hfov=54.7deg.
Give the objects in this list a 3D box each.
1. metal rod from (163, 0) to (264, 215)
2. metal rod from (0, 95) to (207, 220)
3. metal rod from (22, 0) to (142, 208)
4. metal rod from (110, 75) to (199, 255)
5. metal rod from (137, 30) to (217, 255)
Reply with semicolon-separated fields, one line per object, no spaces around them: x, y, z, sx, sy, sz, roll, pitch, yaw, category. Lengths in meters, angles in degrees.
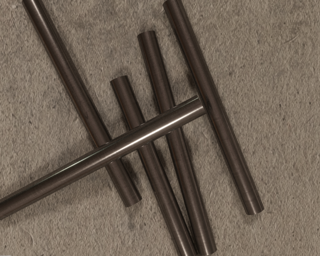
0.071;-0.029;0.410;0.025;0.025;0.299;-22;90;0;metal rod
-0.083;0.041;0.385;0.301;0.025;0.025;-28;90;9;metal rod
-0.102;-0.035;0.408;0.025;0.025;0.299;-27;90;0;metal rod
0.000;0.074;0.410;0.025;0.025;0.299;-22;90;0;metal rod
0.023;0.020;0.410;0.025;0.025;0.298;-16;90;0;metal rod
